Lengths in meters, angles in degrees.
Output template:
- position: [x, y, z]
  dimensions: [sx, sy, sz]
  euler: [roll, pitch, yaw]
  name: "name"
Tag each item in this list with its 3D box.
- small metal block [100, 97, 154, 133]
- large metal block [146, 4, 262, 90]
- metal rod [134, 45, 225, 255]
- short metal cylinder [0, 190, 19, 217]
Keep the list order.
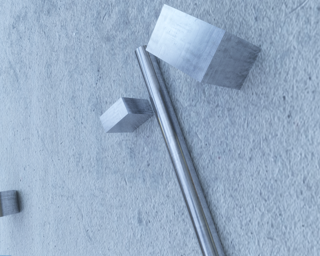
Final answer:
- position: [-0.045, -0.017, 0.426]
  dimensions: [0.050, 0.050, 0.025]
  euler: [-37, 67, 34]
  name: "small metal block"
- position: [0.047, -0.084, 0.330]
  dimensions: [0.080, 0.081, 0.050]
  euler: [38, 113, 33]
  name: "large metal block"
- position: [0.023, 0.031, 0.385]
  dimensions: [0.025, 0.025, 0.299]
  euler: [-29, 72, 36]
  name: "metal rod"
- position: [-0.344, 0.164, 0.654]
  dimensions: [0.080, 0.081, 0.050]
  euler: [-20, 78, 38]
  name: "short metal cylinder"
